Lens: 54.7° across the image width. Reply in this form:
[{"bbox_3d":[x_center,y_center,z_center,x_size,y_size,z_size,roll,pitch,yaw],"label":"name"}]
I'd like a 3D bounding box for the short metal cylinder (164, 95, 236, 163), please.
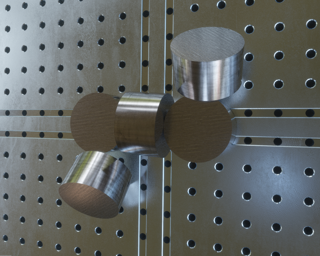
[{"bbox_3d":[0.051,0.000,0.380,0.080,0.050,0.079,0,90,19],"label":"short metal cylinder"}]

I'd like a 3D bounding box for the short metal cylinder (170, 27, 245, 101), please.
[{"bbox_3d":[0.054,-0.075,0.357,0.080,0.080,0.050,9,135,19],"label":"short metal cylinder"}]

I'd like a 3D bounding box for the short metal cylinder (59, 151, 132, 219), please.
[{"bbox_3d":[-0.083,0.075,0.405,0.080,0.050,0.080,11,137,11],"label":"short metal cylinder"}]

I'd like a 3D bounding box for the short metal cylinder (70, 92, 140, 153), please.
[{"bbox_3d":[-0.073,-0.006,0.423,0.080,0.050,0.079,0,90,19],"label":"short metal cylinder"}]

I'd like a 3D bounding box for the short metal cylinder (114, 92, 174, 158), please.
[{"bbox_3d":[-0.016,-0.005,0.388,0.050,0.080,0.079,5,92,19],"label":"short metal cylinder"}]
